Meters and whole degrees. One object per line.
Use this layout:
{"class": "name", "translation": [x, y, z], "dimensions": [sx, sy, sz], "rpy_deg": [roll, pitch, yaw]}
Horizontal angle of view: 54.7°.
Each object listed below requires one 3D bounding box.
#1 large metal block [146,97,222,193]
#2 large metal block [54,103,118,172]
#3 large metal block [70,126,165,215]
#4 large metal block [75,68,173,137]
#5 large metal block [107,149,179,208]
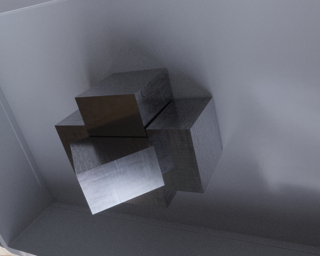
{"class": "large metal block", "translation": [0.033, 0.017, 0.362], "dimensions": [0.050, 0.080, 0.080], "rpy_deg": [0, 118, 28]}
{"class": "large metal block", "translation": [-0.084, 0.013, 0.425], "dimensions": [0.050, 0.080, 0.080], "rpy_deg": [0, 119, 28]}
{"class": "large metal block", "translation": [-0.051, 0.040, 0.350], "dimensions": [0.081, 0.080, 0.050], "rpy_deg": [-20, 115, -12]}
{"class": "large metal block", "translation": [-0.039, -0.032, 0.372], "dimensions": [0.080, 0.080, 0.050], "rpy_deg": [0, 118, 28]}
{"class": "large metal block", "translation": [-0.015, 0.057, 0.415], "dimensions": [0.080, 0.080, 0.050], "rpy_deg": [0, 118, 28]}
